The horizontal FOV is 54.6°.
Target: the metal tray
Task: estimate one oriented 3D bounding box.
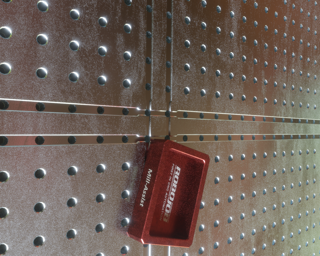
[{"bbox_3d":[0.016,0.088,0.417,0.090,0.030,0.130,23,76,-38],"label":"metal tray"}]
